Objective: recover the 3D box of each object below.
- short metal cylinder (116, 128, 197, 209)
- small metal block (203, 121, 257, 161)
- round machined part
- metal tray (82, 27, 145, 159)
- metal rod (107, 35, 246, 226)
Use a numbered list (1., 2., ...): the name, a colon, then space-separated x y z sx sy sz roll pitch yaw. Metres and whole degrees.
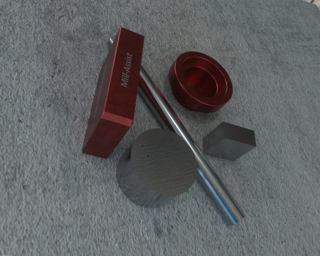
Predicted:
1. short metal cylinder: -0.005 0.047 0.359 0.081 0.050 0.080 14 56 -21
2. small metal block: 0.095 0.020 0.427 0.050 0.050 0.025 15 56 -20
3. round machined part: 0.056 -0.064 0.465 0.099 0.042 0.098 14 56 -21
4. metal tray: -0.054 -0.041 0.360 0.030 0.090 0.130 17 55 -19
5. metal rod: 0.016 -0.005 0.420 0.025 0.025 0.299 -25 75 -37
